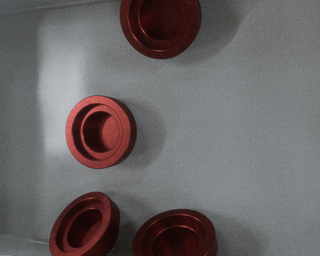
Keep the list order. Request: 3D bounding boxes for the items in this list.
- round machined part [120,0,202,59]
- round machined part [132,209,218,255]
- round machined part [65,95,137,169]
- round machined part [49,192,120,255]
[{"bbox_3d":[0.003,-0.139,0.386,0.098,0.042,0.097,7,119,14],"label":"round machined part"},{"bbox_3d":[0.020,0.145,0.370,0.098,0.098,0.042,-5,115,19],"label":"round machined part"},{"bbox_3d":[-0.077,0.005,0.427,0.098,0.042,0.097,0,90,19],"label":"round machined part"},{"bbox_3d":[-0.095,0.138,0.415,0.098,0.098,0.042,-21,128,18],"label":"round machined part"}]
